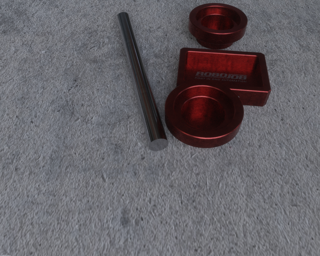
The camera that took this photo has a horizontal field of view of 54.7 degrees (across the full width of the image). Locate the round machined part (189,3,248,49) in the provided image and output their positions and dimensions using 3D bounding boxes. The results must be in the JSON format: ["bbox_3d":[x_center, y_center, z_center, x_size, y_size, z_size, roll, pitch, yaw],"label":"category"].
[{"bbox_3d":[0.099,-0.174,0.540,0.099,0.042,0.098,0,50,0],"label":"round machined part"}]

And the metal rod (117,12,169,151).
[{"bbox_3d":[-0.035,-0.091,0.478,0.025,0.025,0.300,-10,51,-8],"label":"metal rod"}]

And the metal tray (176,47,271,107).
[{"bbox_3d":[0.093,-0.079,0.467,0.131,0.030,0.090,5,50,3],"label":"metal tray"}]

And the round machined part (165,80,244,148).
[{"bbox_3d":[0.055,-0.014,0.403,0.099,0.042,0.098,0,52,0],"label":"round machined part"}]
